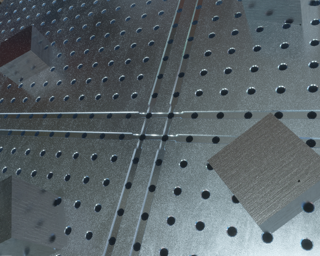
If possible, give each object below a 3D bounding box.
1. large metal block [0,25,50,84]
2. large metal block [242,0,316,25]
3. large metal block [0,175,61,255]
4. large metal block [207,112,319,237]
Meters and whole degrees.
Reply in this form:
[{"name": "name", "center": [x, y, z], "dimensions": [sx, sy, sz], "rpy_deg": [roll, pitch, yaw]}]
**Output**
[{"name": "large metal block", "center": [-0.272, -0.147, 0.622], "dimensions": [0.080, 0.050, 0.080], "rpy_deg": [-24, 53, 13]}, {"name": "large metal block", "center": [0.154, -0.188, 0.407], "dimensions": [0.080, 0.080, 0.050], "rpy_deg": [22, 74, 36]}, {"name": "large metal block", "center": [-0.175, 0.118, 0.390], "dimensions": [0.050, 0.080, 0.080], "rpy_deg": [-28, 52, 10]}, {"name": "large metal block", "center": [0.108, 0.046, 0.307], "dimensions": [0.080, 0.050, 0.080], "rpy_deg": [-38, 51, 2]}]
